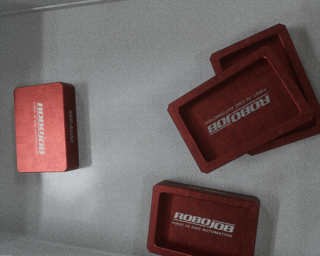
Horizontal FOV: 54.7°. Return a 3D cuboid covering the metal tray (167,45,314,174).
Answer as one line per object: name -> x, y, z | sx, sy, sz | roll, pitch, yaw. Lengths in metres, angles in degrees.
metal tray -> 0.085, -0.018, 0.345 | 0.130, 0.030, 0.090 | -31, 80, 17

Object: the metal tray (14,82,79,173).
metal tray -> -0.172, 0.001, 0.469 | 0.090, 0.030, 0.129 | -4, 89, 20

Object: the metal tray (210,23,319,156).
metal tray -> 0.124, -0.042, 0.363 | 0.090, 0.030, 0.129 | -22, 83, 18

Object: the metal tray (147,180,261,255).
metal tray -> 0.053, 0.122, 0.388 | 0.130, 0.030, 0.089 | 7, 92, 19
